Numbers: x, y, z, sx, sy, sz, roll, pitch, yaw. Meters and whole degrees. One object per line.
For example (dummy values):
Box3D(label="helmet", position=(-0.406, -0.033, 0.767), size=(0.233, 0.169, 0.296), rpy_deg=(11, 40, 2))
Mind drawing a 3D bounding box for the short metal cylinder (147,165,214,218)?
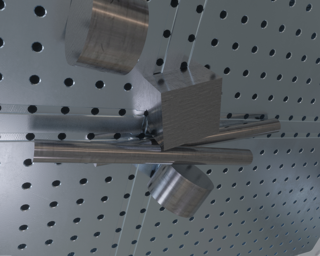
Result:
Box3D(label="short metal cylinder", position=(0.029, 0.081, 0.442), size=(0.080, 0.080, 0.050), rpy_deg=(24, 106, -37))

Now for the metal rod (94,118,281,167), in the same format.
Box3D(label="metal rod", position=(0.054, 0.016, 0.450), size=(0.303, 0.025, 0.025), rpy_deg=(-8, 122, -24))

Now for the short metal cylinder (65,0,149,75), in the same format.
Box3D(label="short metal cylinder", position=(-0.052, -0.093, 0.289), size=(0.050, 0.080, 0.079), rpy_deg=(7, 115, -32))

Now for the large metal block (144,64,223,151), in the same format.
Box3D(label="large metal block", position=(0.029, -0.028, 0.394), size=(0.081, 0.050, 0.079), rpy_deg=(-16, 125, -19))

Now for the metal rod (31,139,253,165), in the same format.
Box3D(label="metal rod", position=(-0.001, 0.034, 0.398), size=(0.302, 0.025, 0.025), rpy_deg=(4, 116, -28))
